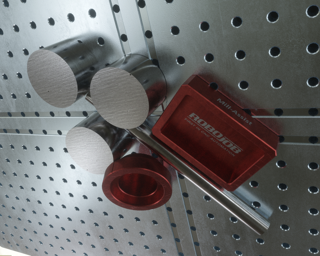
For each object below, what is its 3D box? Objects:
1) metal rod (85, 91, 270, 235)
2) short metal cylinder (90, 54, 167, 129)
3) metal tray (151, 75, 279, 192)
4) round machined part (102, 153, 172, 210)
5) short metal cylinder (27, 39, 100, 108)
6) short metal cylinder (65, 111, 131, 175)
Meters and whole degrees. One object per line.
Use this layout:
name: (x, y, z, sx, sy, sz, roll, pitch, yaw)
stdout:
metal rod: (0.023, 0.043, 0.426, 0.300, 0.025, 0.025, 38, 129, 2)
short metal cylinder: (-0.039, -0.046, 0.386, 0.080, 0.050, 0.079, 13, 124, 21)
metal tray: (0.064, 0.009, 0.379, 0.130, 0.030, 0.089, 37, 130, 3)
round machined part: (-0.031, 0.074, 0.449, 0.099, 0.042, 0.097, 2, 132, 2)
short metal cylinder: (-0.129, -0.074, 0.418, 0.080, 0.050, 0.079, 13, 124, 21)
short metal cylinder: (-0.090, 0.021, 0.455, 0.080, 0.050, 0.079, 13, 124, 21)
